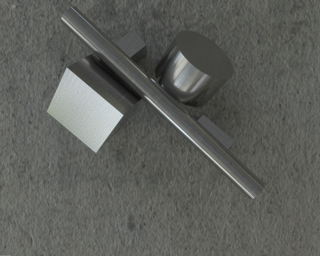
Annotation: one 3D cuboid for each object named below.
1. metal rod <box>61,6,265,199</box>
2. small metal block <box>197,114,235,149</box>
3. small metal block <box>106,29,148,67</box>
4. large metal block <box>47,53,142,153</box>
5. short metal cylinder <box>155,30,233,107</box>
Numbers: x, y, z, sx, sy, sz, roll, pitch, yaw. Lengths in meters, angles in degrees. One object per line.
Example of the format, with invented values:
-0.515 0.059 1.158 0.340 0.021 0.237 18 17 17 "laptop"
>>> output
0.004 -0.029 0.361 0.300 0.025 0.025 43 90 -1 "metal rod"
0.063 0.009 0.396 0.050 0.050 0.025 41 90 -1 "small metal block"
-0.044 -0.095 0.398 0.050 0.050 0.025 -39 90 0 "small metal block"
-0.080 -0.030 0.380 0.080 0.050 0.080 41 130 -1 "large metal block"
0.041 -0.072 0.378 0.080 0.080 0.050 39 131 0 "short metal cylinder"
